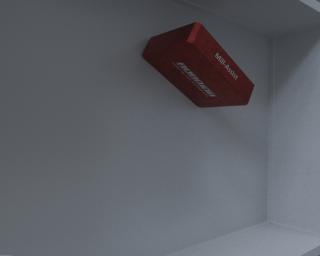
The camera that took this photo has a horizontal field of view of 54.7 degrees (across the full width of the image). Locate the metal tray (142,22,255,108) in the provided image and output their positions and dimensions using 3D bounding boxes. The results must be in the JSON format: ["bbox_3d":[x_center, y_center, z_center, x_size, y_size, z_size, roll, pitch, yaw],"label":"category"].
[{"bbox_3d":[0.052,-0.075,0.409,0.130,0.090,0.030,37,68,-34],"label":"metal tray"}]
